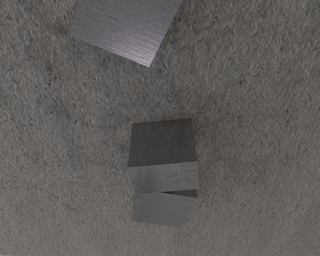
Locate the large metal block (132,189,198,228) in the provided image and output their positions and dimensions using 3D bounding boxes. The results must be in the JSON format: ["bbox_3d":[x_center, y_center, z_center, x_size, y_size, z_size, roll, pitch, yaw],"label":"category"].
[{"bbox_3d":[0.005,0.106,0.481,0.081,0.050,0.079,11,129,-9],"label":"large metal block"}]

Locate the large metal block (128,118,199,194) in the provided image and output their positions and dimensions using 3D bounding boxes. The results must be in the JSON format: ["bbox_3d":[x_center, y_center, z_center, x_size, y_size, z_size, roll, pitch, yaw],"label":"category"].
[{"bbox_3d":[0.006,0.035,0.400,0.080,0.080,0.050,-5,130,4],"label":"large metal block"}]

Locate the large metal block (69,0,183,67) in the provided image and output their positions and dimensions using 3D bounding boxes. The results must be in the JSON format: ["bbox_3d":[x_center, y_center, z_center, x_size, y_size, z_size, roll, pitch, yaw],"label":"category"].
[{"bbox_3d":[-0.030,-0.116,0.291,0.080,0.050,0.079,19,128,-16],"label":"large metal block"}]
